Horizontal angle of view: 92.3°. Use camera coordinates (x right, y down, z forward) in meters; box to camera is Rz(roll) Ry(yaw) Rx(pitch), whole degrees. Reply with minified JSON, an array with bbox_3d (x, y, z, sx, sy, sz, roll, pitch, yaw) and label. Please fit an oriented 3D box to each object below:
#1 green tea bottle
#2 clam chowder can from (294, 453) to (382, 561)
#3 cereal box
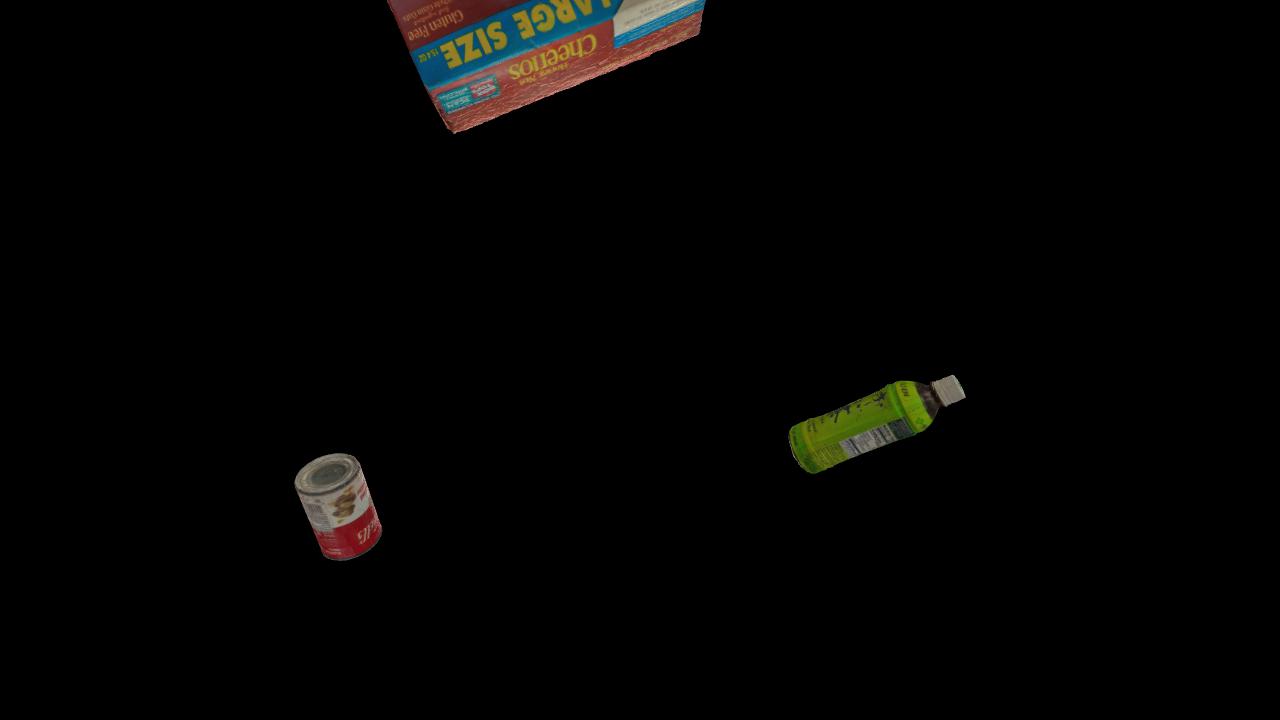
[{"bbox_3d":[0.294,0.077,0.768,0.212,0.073,0.073,-28,-14,29],"label":"green tea bottle"},{"bbox_3d":[-0.337,0.164,0.690,0.068,0.102,0.068,-2,31,1],"label":"clam chowder can"},{"bbox_3d":[-0.105,-0.340,0.426,0.203,0.306,0.081,-24,-3,-5],"label":"cereal box"}]
